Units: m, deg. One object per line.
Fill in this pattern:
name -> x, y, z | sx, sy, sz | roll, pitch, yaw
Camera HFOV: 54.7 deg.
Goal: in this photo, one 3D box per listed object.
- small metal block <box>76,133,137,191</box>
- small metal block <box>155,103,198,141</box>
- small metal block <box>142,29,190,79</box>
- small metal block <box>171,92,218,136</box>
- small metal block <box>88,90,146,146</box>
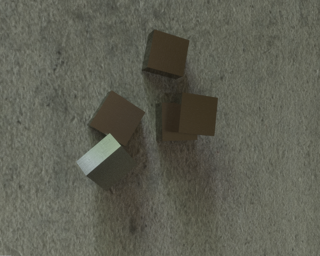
small metal block -> -0.062, 0.042, 0.370 | 0.050, 0.025, 0.050 | -41, 144, -8
small metal block -> 0.022, -0.008, 0.418 | 0.050, 0.025, 0.050 | -1, 91, -20
small metal block -> 0.007, -0.097, 0.413 | 0.050, 0.025, 0.050 | 12, 86, -20
small metal block -> 0.044, -0.017, 0.400 | 0.050, 0.025, 0.050 | 6, 88, -20
small metal block -> -0.055, -0.012, 0.389 | 0.050, 0.025, 0.050 | 33, 78, -17
